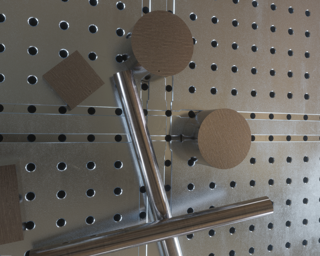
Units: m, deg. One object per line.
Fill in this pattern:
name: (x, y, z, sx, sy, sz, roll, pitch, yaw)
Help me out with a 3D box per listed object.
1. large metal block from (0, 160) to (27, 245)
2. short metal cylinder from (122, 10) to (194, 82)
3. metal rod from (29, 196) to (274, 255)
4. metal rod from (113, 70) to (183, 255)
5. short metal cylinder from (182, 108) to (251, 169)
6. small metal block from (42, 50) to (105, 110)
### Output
large metal block: (-0.191, 0.080, 0.329, 0.081, 0.050, 0.079, -6, 92, -20)
short metal cylinder: (-0.004, -0.102, 0.397, 0.081, 0.050, 0.080, 0, 90, -20)
metal rod: (-0.002, 0.128, 0.386, 0.302, 0.025, 0.025, -10, 94, -11)
metal rod: (-0.009, 0.072, 0.409, 0.025, 0.025, 0.298, -17, 96, -19)
short metal cylinder: (0.077, 0.014, 0.428, 0.081, 0.050, 0.080, 0, 90, -20)
small metal block: (-0.104, -0.057, 0.374, 0.050, 0.025, 0.050, -43, 104, -15)
